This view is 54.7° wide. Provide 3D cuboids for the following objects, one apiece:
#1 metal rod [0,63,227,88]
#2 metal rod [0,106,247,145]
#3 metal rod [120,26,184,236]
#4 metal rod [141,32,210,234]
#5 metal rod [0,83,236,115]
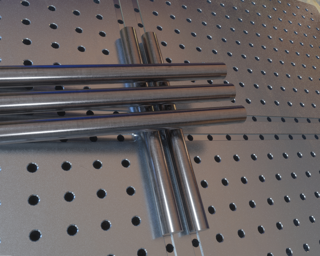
[{"bbox_3d":[-0.047,-0.070,0.400,0.303,0.025,0.025,-6,65,-22],"label":"metal rod"},{"bbox_3d":[-0.029,-0.007,0.371,0.303,0.025,0.025,-5,64,-21],"label":"metal rod"},{"bbox_3d":[-0.017,-0.014,0.409,0.025,0.025,0.299,1,61,-28],"label":"metal rod"},{"bbox_3d":[0.014,-0.011,0.424,0.025,0.025,0.299,1,61,-28],"label":"metal rod"},{"bbox_3d":[-0.038,-0.038,0.386,0.303,0.025,0.025,-5,64,-22],"label":"metal rod"}]
